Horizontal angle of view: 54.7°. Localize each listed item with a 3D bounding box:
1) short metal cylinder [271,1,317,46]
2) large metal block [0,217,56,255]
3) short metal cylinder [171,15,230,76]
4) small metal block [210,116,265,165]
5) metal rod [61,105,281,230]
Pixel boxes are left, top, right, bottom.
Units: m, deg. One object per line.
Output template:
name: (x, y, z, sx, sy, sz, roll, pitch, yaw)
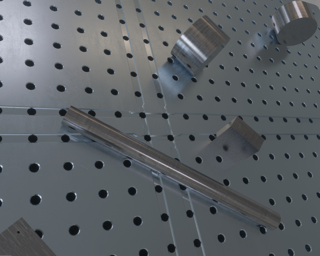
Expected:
short metal cylinder: (0.286, -0.223, 0.663, 0.081, 0.080, 0.050, 9, 58, -24)
large metal block: (-0.120, 0.134, 0.246, 0.080, 0.050, 0.080, 46, 51, 4)
short metal cylinder: (0.063, -0.128, 0.485, 0.050, 0.080, 0.080, 45, 51, 3)
small metal block: (0.109, 0.019, 0.440, 0.050, 0.050, 0.025, 41, 51, -1)
metal rod: (0.022, 0.055, 0.386, 0.301, 0.025, 0.025, 28, 52, -11)
